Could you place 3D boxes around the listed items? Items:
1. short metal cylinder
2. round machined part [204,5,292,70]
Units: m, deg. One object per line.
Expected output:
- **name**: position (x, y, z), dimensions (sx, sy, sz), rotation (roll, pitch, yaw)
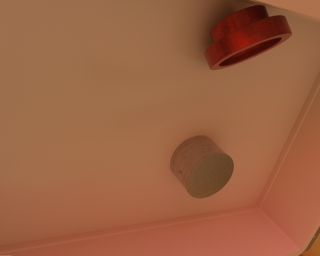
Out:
- **short metal cylinder**: position (0.063, 0.058, 0.465), dimensions (0.081, 0.050, 0.079), rotation (-14, 125, -21)
- **round machined part**: position (0.098, -0.107, 0.363), dimensions (0.099, 0.098, 0.042), rotation (-20, 88, -17)
